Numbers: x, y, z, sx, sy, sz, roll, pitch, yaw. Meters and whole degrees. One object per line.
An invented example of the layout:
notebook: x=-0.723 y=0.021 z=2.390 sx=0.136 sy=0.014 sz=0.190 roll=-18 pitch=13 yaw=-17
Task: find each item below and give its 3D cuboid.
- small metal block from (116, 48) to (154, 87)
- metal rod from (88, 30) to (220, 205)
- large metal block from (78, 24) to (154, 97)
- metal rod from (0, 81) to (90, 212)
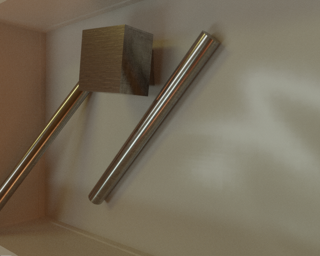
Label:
small metal block: x=-0.036 y=-0.082 z=0.434 sx=0.050 sy=0.025 sz=0.050 roll=-2 pitch=89 yaw=39
metal rod: x=-0.021 y=0.003 z=0.421 sx=0.025 sy=0.025 sz=0.298 roll=51 pitch=119 yaw=27
large metal block: x=-0.059 y=-0.085 z=0.404 sx=0.080 sy=0.050 sz=0.079 roll=9 pitch=95 yaw=39
metal rod: x=-0.209 y=0.046 z=0.504 sx=0.025 sy=0.025 sz=0.299 roll=37 pitch=90 yaw=33
